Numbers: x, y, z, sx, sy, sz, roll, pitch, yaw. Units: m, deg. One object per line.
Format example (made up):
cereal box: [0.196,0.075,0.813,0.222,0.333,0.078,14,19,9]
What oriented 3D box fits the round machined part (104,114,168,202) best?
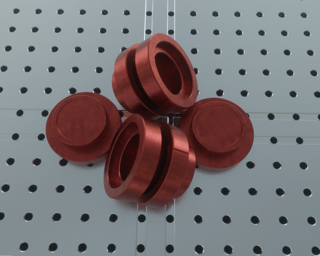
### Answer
round machined part: [-0.024,0.036,0.355,0.042,0.098,0.098,21,68,-27]

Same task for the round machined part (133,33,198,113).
round machined part: [0.003,-0.064,0.390,0.042,0.099,0.098,-21,65,35]

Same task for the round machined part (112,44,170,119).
round machined part: [-0.024,-0.056,0.405,0.042,0.099,0.098,-21,65,35]

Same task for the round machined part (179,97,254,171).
round machined part: [0.073,0.004,0.402,0.099,0.042,0.098,0,70,0]

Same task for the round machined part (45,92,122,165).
round machined part: [-0.100,-0.004,0.403,0.099,0.042,0.098,0,70,0]

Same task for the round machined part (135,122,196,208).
round machined part: [0.005,0.046,0.366,0.042,0.098,0.098,21,68,-26]
